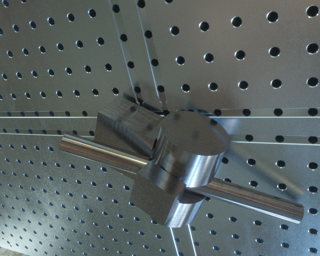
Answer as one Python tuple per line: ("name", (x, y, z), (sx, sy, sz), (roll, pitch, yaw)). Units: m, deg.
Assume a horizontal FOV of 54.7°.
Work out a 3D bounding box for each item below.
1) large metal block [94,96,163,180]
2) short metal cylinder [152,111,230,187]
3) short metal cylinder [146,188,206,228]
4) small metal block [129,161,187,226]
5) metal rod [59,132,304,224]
("large metal block", (-0.040, 0.016, 0.419), (0.080, 0.050, 0.079), (26, 128, 12))
("short metal cylinder", (0.035, 0.023, 0.367), (0.080, 0.080, 0.050), (25, 127, 13))
("short metal cylinder", (0.019, 0.083, 0.412), (0.080, 0.080, 0.050), (27, 128, 11))
("small metal block", (-0.003, 0.074, 0.352), (0.050, 0.025, 0.050), (31, 129, 18))
("metal rod", (0.027, 0.061, 0.379), (0.302, 0.025, 0.025), (17, 127, -1))
